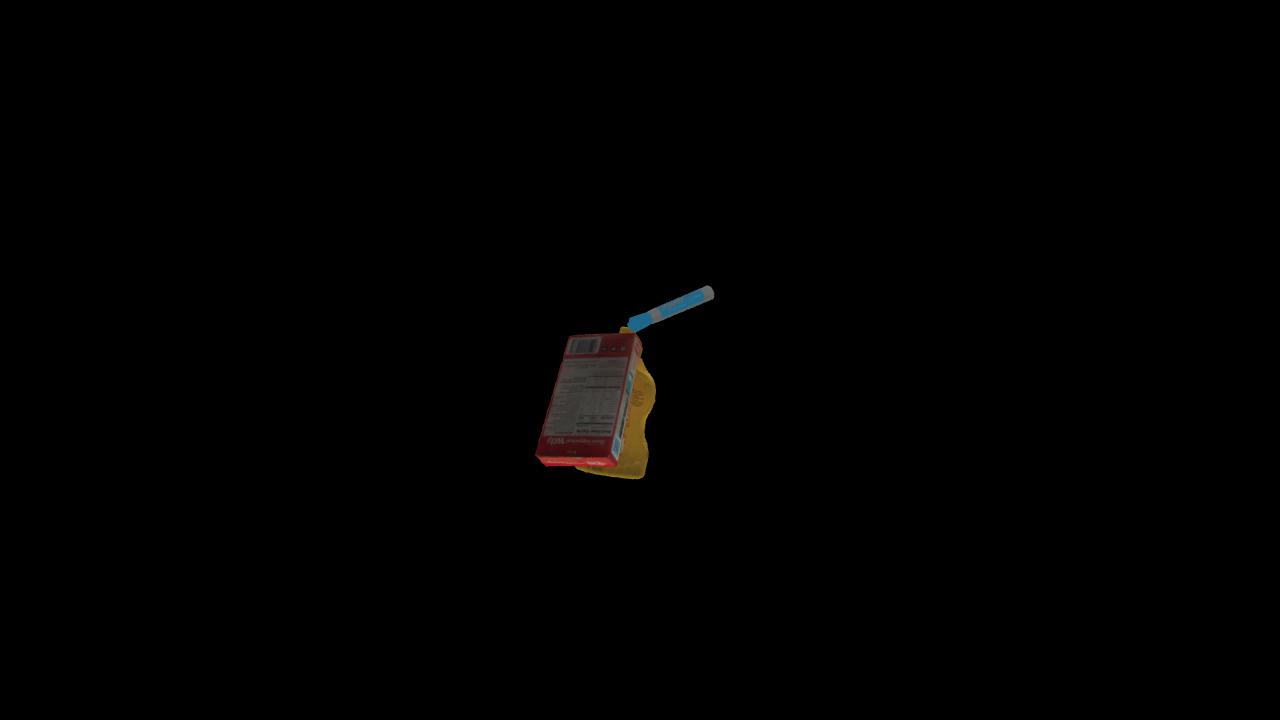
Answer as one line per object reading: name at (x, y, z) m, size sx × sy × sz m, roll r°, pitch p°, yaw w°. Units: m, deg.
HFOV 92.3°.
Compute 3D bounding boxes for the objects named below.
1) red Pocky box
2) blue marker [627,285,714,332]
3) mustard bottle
red Pocky box at (-0.052, 0.040, 0.650) m, size 0.083 × 0.155 × 0.028 m, roll -1°, pitch -36°, yaw 18°
blue marker at (0.037, -0.062, 0.743) m, size 0.121 × 0.020 × 0.020 m, roll -24°, pitch 11°, yaw -24°
mustard bottle at (-0.026, 0.050, 0.761) m, size 0.092 × 0.184 × 0.054 m, roll 7°, pitch 1°, yaw 14°
